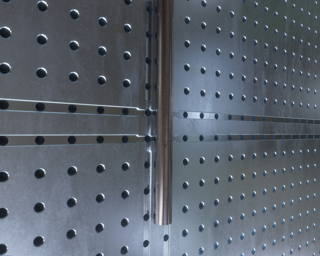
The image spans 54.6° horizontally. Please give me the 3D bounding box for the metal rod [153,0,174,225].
[{"bbox_3d":[0.005,-0.024,0.412,0.025,0.025,0.298,1,90,-40],"label":"metal rod"}]
